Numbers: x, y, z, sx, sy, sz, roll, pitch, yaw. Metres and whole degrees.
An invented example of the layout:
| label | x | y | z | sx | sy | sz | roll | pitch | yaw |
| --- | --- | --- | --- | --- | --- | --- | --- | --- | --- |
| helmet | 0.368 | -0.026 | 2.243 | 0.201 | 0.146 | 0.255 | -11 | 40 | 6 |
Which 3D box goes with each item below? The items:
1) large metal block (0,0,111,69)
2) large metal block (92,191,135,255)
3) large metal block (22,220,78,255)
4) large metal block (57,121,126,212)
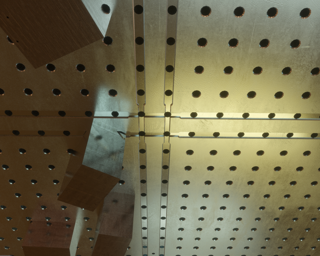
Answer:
| label | x | y | z | sx | sy | sz | roll | pitch | yaw |
| --- | --- | --- | --- | --- | --- | --- | --- | --- | --- |
| large metal block | -0.106 | -0.115 | 0.295 | 0.080 | 0.050 | 0.080 | -20 | 128 | 15 |
| large metal block | -0.078 | 0.164 | 0.514 | 0.050 | 0.080 | 0.079 | 13 | 129 | -11 |
| large metal block | -0.202 | 0.220 | 0.580 | 0.081 | 0.050 | 0.079 | 5 | 130 | -5 |
| large metal block | -0.091 | 0.052 | 0.418 | 0.050 | 0.080 | 0.080 | 26 | 125 | -21 |
